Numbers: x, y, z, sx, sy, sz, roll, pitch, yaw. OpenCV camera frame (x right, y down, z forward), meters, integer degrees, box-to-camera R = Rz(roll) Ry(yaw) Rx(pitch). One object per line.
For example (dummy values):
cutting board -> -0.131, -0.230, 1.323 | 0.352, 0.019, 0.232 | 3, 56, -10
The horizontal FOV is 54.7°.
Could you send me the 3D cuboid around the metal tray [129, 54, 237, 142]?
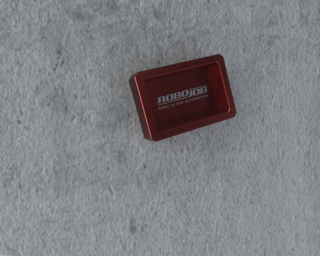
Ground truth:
metal tray -> 0.033, -0.042, 0.419 | 0.131, 0.030, 0.089 | -17, 96, -20
